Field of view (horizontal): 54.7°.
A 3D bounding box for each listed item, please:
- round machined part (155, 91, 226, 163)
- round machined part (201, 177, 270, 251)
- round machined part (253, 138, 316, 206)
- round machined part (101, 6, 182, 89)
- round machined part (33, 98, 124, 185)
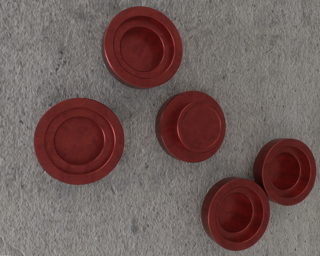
[{"bbox_3d":[0.047,-0.002,0.417,0.099,0.042,0.097,0,90,-20],"label":"round machined part"},{"bbox_3d":[0.102,0.117,0.437,0.099,0.042,0.097,0,90,-20],"label":"round machined part"},{"bbox_3d":[0.182,0.064,0.467,0.099,0.042,0.097,0,90,-20],"label":"round machined part"},{"bbox_3d":[-0.025,-0.097,0.390,0.099,0.042,0.097,0,90,-20],"label":"round machined part"},{"bbox_3d":[-0.095,0.015,0.365,0.099,0.042,0.097,0,90,-20],"label":"round machined part"}]
